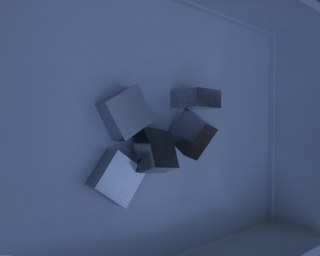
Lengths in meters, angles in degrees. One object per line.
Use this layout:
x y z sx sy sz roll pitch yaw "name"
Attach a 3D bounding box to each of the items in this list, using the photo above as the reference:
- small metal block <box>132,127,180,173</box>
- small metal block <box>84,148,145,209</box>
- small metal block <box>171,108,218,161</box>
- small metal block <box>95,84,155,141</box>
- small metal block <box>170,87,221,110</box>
-0.005 0.029 0.387 0.050 0.025 0.050 11 61 -52 "small metal block"
-0.052 0.059 0.365 0.050 0.025 0.050 44 64 -32 "small metal block"
0.042 0.007 0.416 0.025 0.050 0.050 26 102 -38 "small metal block"
-0.041 -0.018 0.372 0.050 0.025 0.050 -36 109 -34 "small metal block"
0.050 -0.040 0.434 0.050 0.050 0.025 1 89 -40 "small metal block"
